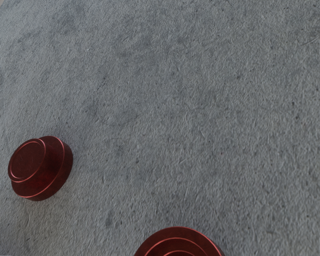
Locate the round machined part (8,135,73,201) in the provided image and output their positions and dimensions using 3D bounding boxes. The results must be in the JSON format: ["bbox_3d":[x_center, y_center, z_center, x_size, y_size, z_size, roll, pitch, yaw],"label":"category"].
[{"bbox_3d":[-0.182,0.054,0.455,0.098,0.042,0.098,-13,56,21],"label":"round machined part"}]

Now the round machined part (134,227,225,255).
[{"bbox_3d":[0.021,0.147,0.292,0.098,0.042,0.098,-13,56,21],"label":"round machined part"}]
